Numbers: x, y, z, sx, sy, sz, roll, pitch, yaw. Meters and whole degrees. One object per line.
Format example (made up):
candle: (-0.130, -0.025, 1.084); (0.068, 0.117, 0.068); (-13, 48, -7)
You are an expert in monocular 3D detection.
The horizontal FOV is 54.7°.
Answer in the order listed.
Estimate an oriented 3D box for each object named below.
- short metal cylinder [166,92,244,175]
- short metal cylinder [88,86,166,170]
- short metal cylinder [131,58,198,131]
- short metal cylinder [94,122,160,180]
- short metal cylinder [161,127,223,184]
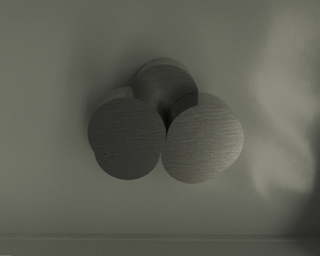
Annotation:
short metal cylinder: (0.047, 0.005, 0.344); (0.081, 0.050, 0.079); (0, 110, 0)
short metal cylinder: (-0.034, -0.001, 0.342); (0.081, 0.050, 0.079); (0, 110, 0)
short metal cylinder: (0.005, -0.042, 0.381); (0.081, 0.050, 0.079); (0, 110, 0)
short metal cylinder: (-0.040, 0.020, 0.403); (0.081, 0.050, 0.079); (0, 110, 0)
short metal cylinder: (0.042, 0.025, 0.406); (0.081, 0.050, 0.079); (0, 110, 0)
